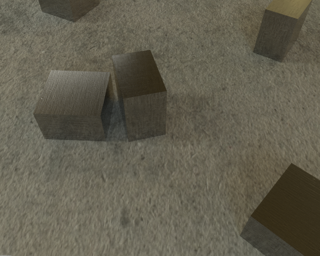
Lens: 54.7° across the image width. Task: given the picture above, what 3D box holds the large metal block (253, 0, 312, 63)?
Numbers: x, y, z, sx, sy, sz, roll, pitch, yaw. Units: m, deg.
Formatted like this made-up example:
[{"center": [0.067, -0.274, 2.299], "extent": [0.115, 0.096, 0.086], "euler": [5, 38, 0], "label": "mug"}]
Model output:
[{"center": [0.203, -0.170, 0.513], "extent": [0.050, 0.080, 0.080], "euler": [27, 55, 21], "label": "large metal block"}]

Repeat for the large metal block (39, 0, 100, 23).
[{"center": [-0.177, -0.257, 0.600], "extent": [0.080, 0.050, 0.080], "euler": [23, 54, 18], "label": "large metal block"}]

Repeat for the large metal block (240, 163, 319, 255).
[{"center": [0.141, 0.096, 0.308], "extent": [0.080, 0.050, 0.080], "euler": [35, 58, 25], "label": "large metal block"}]

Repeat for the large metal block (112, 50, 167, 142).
[{"center": [-0.027, -0.041, 0.402], "extent": [0.050, 0.080, 0.080], "euler": [-11, 51, -10], "label": "large metal block"}]

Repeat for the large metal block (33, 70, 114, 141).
[{"center": [-0.109, -0.030, 0.411], "extent": [0.081, 0.050, 0.080], "euler": [2, 50, 1], "label": "large metal block"}]
